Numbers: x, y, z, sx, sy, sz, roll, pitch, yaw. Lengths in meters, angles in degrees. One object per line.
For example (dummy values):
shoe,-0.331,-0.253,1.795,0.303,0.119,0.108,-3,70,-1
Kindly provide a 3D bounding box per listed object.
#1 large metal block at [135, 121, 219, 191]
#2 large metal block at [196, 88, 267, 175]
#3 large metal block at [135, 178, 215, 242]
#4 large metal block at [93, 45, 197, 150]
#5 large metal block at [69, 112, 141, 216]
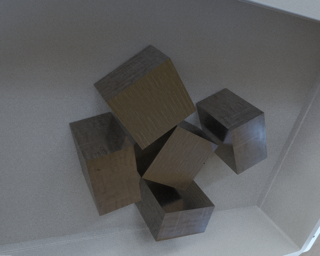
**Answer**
large metal block,0.018,0.031,0.421,0.080,0.050,0.080,25,105,-37
large metal block,0.099,0.003,0.429,0.050,0.080,0.080,-28,128,-11
large metal block,0.019,0.111,0.453,0.081,0.080,0.050,1,118,-29
large metal block,-0.016,-0.035,0.361,0.080,0.050,0.080,-36,130,-4
large metal block,-0.064,0.039,0.362,0.050,0.080,0.079,-18,126,-19
